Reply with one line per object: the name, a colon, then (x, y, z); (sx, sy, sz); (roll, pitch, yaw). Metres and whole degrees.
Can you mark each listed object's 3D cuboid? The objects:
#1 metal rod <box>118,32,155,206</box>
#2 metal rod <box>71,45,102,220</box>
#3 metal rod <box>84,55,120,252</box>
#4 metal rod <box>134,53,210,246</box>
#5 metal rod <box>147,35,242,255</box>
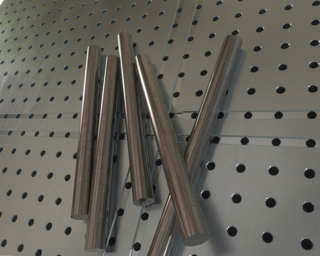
metal rod: (-0.040, -0.034, 0.448); (0.025, 0.025, 0.299); (-21, 54, 15)
metal rod: (-0.108, -0.013, 0.470); (0.025, 0.025, 0.299); (-16, 55, 18)
metal rod: (-0.076, 0.015, 0.437); (0.025, 0.025, 0.299); (-14, 56, 20)
metal rod: (0.003, -0.003, 0.384); (0.025, 0.025, 0.300); (-27, 45, 11)
metal rod: (0.049, 0.010, 0.375); (0.025, 0.025, 0.300); (9, 66, 31)
